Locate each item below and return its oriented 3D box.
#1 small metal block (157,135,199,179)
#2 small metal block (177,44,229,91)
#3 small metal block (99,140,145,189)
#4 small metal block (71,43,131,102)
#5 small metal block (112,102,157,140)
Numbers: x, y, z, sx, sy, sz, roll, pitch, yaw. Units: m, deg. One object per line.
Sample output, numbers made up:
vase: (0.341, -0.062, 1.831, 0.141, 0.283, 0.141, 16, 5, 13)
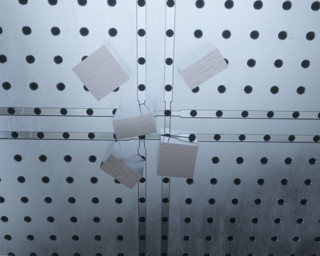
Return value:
small metal block: (0.023, 0.040, 0.429, 0.050, 0.025, 0.050, 6, 110, -3)
small metal block: (0.049, -0.075, 0.373, 0.050, 0.050, 0.025, -32, 107, 10)
small metal block: (-0.049, 0.048, 0.417, 0.050, 0.050, 0.025, 37, 106, -13)
small metal block: (-0.072, -0.070, 0.387, 0.050, 0.025, 0.050, -34, 107, 11)
small metal block: (-0.031, -0.010, 0.396, 0.050, 0.050, 0.025, -10, 110, 3)
